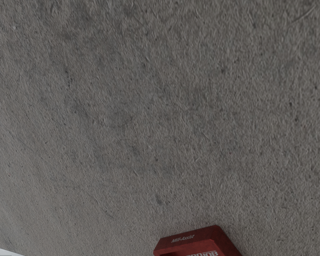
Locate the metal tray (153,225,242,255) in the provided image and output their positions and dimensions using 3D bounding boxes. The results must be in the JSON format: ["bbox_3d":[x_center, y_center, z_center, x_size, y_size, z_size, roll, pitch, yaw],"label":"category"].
[{"bbox_3d":[0.063,0.211,0.501,0.130,0.030,0.090,-29,102,37],"label":"metal tray"}]
